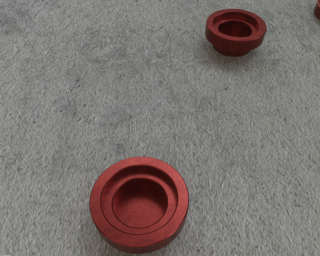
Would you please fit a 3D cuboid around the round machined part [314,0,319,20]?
[{"bbox_3d":[0.353,-0.234,0.591,0.099,0.042,0.098,0,50,0],"label":"round machined part"}]

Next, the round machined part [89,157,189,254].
[{"bbox_3d":[-0.020,0.082,0.323,0.099,0.042,0.098,0,50,0],"label":"round machined part"}]

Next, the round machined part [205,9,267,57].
[{"bbox_3d":[0.126,-0.158,0.526,0.099,0.042,0.098,0,50,0],"label":"round machined part"}]
